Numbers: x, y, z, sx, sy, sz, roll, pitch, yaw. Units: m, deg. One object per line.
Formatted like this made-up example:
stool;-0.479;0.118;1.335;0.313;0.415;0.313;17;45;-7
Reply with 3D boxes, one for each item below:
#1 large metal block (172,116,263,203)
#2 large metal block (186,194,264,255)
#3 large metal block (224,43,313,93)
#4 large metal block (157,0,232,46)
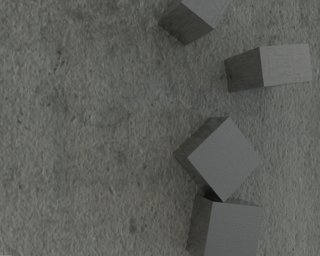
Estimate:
large metal block;0.078;0.041;0.426;0.080;0.050;0.080;-43;104;-15
large metal block;0.089;0.140;0.430;0.081;0.050;0.080;11;86;-20
large metal block;0.150;-0.083;0.437;0.081;0.080;0.050;-9;94;-20
large metal block;0.050;-0.162;0.399;0.050;0.080;0.080;33;79;-18
